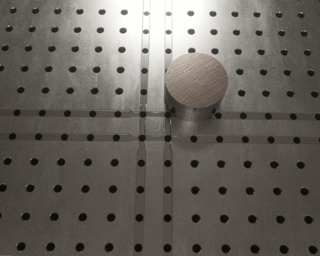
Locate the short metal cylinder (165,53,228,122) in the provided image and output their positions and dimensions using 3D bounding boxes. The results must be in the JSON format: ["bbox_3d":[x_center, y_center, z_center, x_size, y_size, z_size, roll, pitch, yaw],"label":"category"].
[{"bbox_3d":[0.047,-0.054,0.419,0.081,0.050,0.080,0,70,0],"label":"short metal cylinder"}]
